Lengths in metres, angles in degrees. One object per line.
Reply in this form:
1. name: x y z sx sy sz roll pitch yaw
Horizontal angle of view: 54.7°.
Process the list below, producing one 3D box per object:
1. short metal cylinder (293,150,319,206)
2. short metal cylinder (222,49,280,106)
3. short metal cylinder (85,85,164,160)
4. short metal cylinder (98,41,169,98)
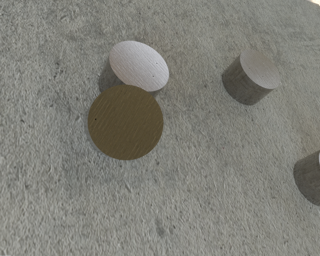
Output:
1. short metal cylinder: 0.257 0.075 0.480 0.081 0.050 0.080 14 56 -21
2. short metal cylinder: 0.153 -0.085 0.521 0.081 0.050 0.080 14 56 -21
3. short metal cylinder: -0.042 -0.005 0.348 0.081 0.050 0.080 1 87 -18
4. short metal cylinder: -0.035 -0.068 0.410 0.081 0.050 0.080 14 56 -21
